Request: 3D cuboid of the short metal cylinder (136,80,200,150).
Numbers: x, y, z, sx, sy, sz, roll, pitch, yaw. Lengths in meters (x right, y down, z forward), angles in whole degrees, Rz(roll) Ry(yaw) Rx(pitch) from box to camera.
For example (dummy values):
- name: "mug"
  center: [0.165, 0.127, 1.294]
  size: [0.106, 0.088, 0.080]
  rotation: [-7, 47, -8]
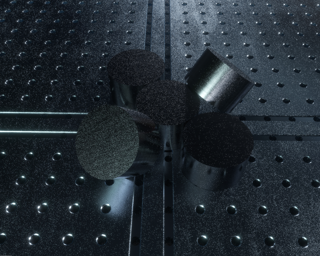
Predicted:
- name: "short metal cylinder"
  center: [0.010, -0.018, 0.406]
  size: [0.081, 0.050, 0.080]
  rotation: [0, 50, 0]

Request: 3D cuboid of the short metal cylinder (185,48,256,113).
- name: "short metal cylinder"
  center: [0.081, -0.065, 0.420]
  size: [0.080, 0.050, 0.080]
  rotation: [32, 21, -14]

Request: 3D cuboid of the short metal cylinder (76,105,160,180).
- name: "short metal cylinder"
  center: [-0.047, 0.017, 0.350]
  size: [0.080, 0.050, 0.080]
  rotation: [-3, 84, 25]

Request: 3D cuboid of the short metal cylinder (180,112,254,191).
- name: "short metal cylinder"
  center: [0.065, 0.027, 0.369]
  size: [0.081, 0.050, 0.080]
  rotation: [0, 50, 0]

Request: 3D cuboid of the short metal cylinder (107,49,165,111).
- name: "short metal cylinder"
  center: [-0.033, -0.070, 0.449]
  size: [0.081, 0.050, 0.080]
  rotation: [0, 50, 0]
